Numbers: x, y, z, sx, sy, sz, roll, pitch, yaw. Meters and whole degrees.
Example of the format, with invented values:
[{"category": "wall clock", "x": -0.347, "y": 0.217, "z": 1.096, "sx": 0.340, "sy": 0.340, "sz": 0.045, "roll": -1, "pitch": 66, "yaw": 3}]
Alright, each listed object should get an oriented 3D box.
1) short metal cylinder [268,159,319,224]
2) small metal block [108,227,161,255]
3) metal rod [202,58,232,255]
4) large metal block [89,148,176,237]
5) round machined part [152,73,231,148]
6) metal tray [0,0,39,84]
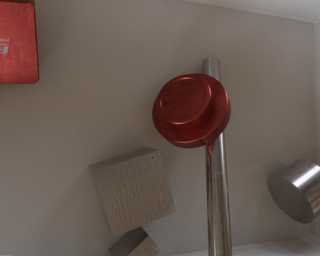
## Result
[{"category": "short metal cylinder", "x": 0.210, "y": 0.094, "z": 0.461, "sx": 0.050, "sy": 0.080, "sz": 0.080, "roll": -30, "pitch": 100, "yaw": -18}, {"category": "small metal block", "x": -0.033, "y": 0.152, "z": 0.386, "sx": 0.050, "sy": 0.050, "sz": 0.025, "roll": -40, "pitch": 103, "yaw": -16}, {"category": "metal rod", "x": 0.068, "y": 0.042, "z": 0.375, "sx": 0.025, "sy": 0.025, "sz": 0.299, "roll": 12, "pitch": 62, "yaw": -20}, {"category": "large metal block", "x": -0.035, "y": 0.075, "z": 0.385, "sx": 0.081, "sy": 0.050, "sz": 0.080, "roll": -16, "pitch": 96, "yaw": -20}, {"category": "round machined part", "x": 0.035, "y": -0.027, "z": 0.384, "sx": 0.098, "sy": 0.098, "sz": 0.042, "roll": -59, "pitch": 147, "yaw": -11}, {"category": "metal tray", "x": -0.193, "y": -0.090, "z": 0.310, "sx": 0.131, "sy": 0.030, "sz": 0.089, "roll": -3, "pitch": 130, "yaw": -21}]
